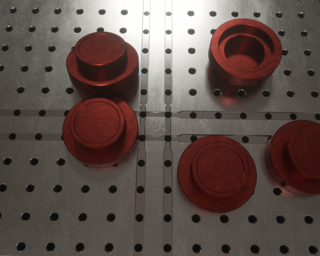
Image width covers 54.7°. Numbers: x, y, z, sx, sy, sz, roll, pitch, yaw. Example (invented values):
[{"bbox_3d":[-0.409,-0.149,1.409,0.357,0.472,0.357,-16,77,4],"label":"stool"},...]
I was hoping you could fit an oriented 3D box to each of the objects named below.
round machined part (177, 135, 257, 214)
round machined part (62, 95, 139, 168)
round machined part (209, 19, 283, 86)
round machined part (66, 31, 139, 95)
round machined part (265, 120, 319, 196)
[{"bbox_3d":[0.071,0.055,0.384,0.099,0.042,0.098,0,70,0],"label":"round machined part"},{"bbox_3d":[-0.078,0.000,0.402,0.099,0.042,0.098,0,70,0],"label":"round machined part"},{"bbox_3d":[0.118,-0.103,0.442,0.099,0.042,0.098,0,70,-1],"label":"round machined part"},{"bbox_3d":[-0.079,-0.094,0.423,0.099,0.042,0.098,1,54,-1],"label":"round machined part"},{"bbox_3d":[0.189,0.035,0.392,0.099,0.042,0.098,0,70,-1],"label":"round machined part"}]
